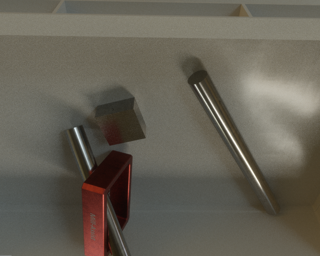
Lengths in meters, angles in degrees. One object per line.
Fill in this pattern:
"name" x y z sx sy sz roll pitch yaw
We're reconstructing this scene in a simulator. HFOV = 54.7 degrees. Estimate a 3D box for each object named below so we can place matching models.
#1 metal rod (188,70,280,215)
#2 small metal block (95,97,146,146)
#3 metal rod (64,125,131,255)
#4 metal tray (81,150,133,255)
"metal rod" 0.118 0.039 0.444 0.025 0.025 0.300 -24 127 18
"small metal block" -0.050 -0.008 0.402 0.050 0.025 0.050 -12 129 9
"metal rod" -0.067 0.140 0.428 0.025 0.025 0.298 -17 97 13
"metal tray" -0.072 0.108 0.437 0.030 0.090 0.129 13 120 14
